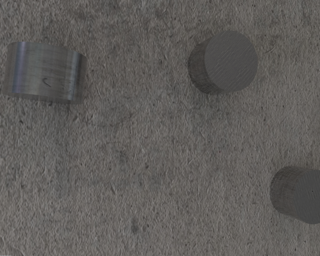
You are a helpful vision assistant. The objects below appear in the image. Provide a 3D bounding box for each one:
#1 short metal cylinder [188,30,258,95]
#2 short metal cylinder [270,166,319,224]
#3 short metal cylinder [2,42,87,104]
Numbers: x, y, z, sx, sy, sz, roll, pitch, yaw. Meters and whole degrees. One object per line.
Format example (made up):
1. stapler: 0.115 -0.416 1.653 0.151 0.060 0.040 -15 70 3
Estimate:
1. short metal cylinder: 0.085 -0.087 0.427 0.081 0.050 0.080 0 90 -20
2. short metal cylinder: 0.218 0.101 0.476 0.081 0.050 0.080 0 90 -20
3. short metal cylinder: -0.122 -0.056 0.334 0.081 0.080 0.050 6 88 -20
